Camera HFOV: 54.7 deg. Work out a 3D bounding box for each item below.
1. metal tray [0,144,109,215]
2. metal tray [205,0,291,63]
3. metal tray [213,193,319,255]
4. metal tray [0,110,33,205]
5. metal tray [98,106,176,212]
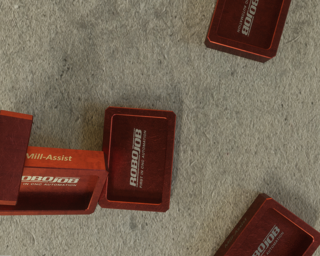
[{"bbox_3d":[-0.134,0.063,0.357,0.131,0.030,0.089,6,131,-23],"label":"metal tray"},{"bbox_3d":[0.120,-0.161,0.408,0.090,0.030,0.129,16,90,0],"label":"metal tray"},{"bbox_3d":[0.136,0.164,0.408,0.090,0.030,0.130,36,90,0],"label":"metal tray"},{"bbox_3d":[-0.173,0.029,0.353,0.030,0.130,0.090,11,85,-26],"label":"metal tray"},{"bbox_3d":[-0.029,0.040,0.407,0.091,0.030,0.129,4,90,0],"label":"metal tray"}]
